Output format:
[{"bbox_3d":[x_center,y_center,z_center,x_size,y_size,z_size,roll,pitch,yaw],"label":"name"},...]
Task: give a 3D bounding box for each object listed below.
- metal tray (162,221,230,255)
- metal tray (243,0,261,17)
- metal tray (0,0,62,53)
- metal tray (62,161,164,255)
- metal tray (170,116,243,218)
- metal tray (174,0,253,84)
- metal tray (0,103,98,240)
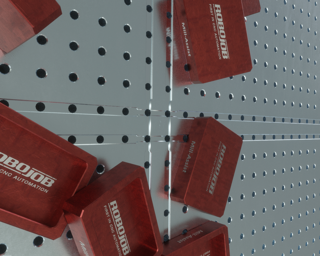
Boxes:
[{"bbox_3d":[0.048,0.199,0.445,0.131,0.030,0.090,-9,96,-39],"label":"metal tray"},{"bbox_3d":[0.113,-0.242,0.499,0.091,0.030,0.129,-29,108,-36],"label":"metal tray"},{"bbox_3d":[-0.147,-0.126,0.242,0.130,0.090,0.030,52,60,-28],"label":"metal tray"},{"bbox_3d":[-0.045,0.115,0.344,0.091,0.030,0.129,-34,122,-42],"label":"metal tray"},{"bbox_3d":[0.073,0.058,0.466,0.090,0.030,0.130,30,71,-36],"label":"metal tray"},{"bbox_3d":[0.079,-0.137,0.450,0.091,0.030,0.129,-16,101,-17],"label":"metal tray"},{"bbox_3d":[-0.134,0.040,0.292,0.130,0.030,0.090,37,67,-34],"label":"metal tray"}]
